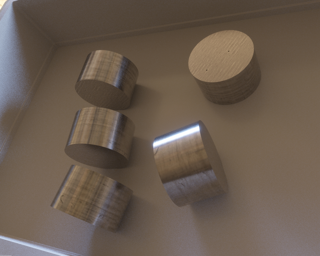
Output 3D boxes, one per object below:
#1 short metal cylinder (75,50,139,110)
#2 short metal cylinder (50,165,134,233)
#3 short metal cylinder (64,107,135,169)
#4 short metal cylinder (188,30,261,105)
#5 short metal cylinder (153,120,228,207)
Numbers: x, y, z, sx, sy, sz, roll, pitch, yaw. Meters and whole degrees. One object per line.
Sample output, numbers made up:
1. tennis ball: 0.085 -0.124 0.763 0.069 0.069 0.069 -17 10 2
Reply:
1. short metal cylinder: -0.076 -0.068 0.452 0.080 0.080 0.050 0 62 28
2. short metal cylinder: -0.078 0.083 0.361 0.080 0.080 0.050 10 67 32
3. short metal cylinder: -0.076 0.015 0.401 0.080 0.080 0.050 -5 60 25
4. short metal cylinder: 0.083 -0.076 0.393 0.080 0.050 0.080 -13 56 21
5. short metal cylinder: 0.034 0.038 0.330 0.050 0.080 0.080 -22 54 15
